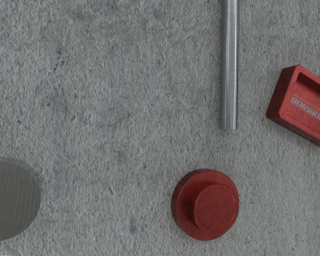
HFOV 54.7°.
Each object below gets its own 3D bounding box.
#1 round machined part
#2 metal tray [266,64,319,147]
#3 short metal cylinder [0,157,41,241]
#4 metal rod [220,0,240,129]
[{"bbox_3d":[0.068,0.107,0.427,0.099,0.042,0.097,0,90,-21],"label":"round machined part"},{"bbox_3d":[0.242,-0.032,0.497,0.131,0.030,0.090,25,82,-19],"label":"metal tray"},{"bbox_3d":[-0.171,0.073,0.333,0.081,0.050,0.079,0,90,-20],"label":"short metal cylinder"},{"bbox_3d":[0.102,-0.147,0.447,0.025,0.025,0.298,1,90,-20],"label":"metal rod"}]
